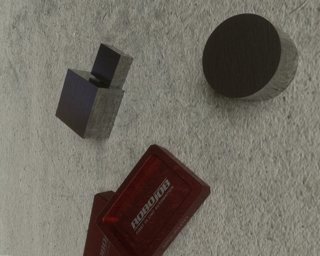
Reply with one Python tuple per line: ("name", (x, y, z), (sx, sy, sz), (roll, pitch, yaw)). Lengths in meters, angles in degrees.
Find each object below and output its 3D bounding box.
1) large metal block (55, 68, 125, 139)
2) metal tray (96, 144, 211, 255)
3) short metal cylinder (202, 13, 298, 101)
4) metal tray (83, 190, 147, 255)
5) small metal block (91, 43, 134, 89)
("large metal block", (-0.110, -0.038, 0.479), (0.080, 0.050, 0.079), (33, 110, 35))
("metal tray", (-0.011, 0.097, 0.385), (0.090, 0.030, 0.130), (40, 96, 32))
("short metal cylinder", (0.091, -0.068, 0.314), (0.080, 0.050, 0.080), (0, 90, 40))
("metal tray", (-0.068, 0.170, 0.458), (0.090, 0.030, 0.129), (20, 103, 38))
("small metal block", (-0.073, -0.093, 0.465), (0.050, 0.025, 0.050), (37, 112, 34))
